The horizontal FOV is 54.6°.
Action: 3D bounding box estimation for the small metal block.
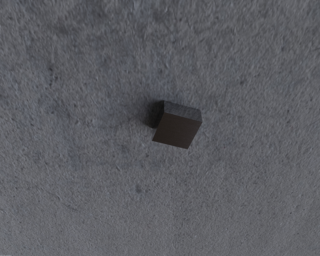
[{"bbox_3d":[0.021,-0.003,0.404,0.050,0.025,0.050,14,129,-12],"label":"small metal block"}]
